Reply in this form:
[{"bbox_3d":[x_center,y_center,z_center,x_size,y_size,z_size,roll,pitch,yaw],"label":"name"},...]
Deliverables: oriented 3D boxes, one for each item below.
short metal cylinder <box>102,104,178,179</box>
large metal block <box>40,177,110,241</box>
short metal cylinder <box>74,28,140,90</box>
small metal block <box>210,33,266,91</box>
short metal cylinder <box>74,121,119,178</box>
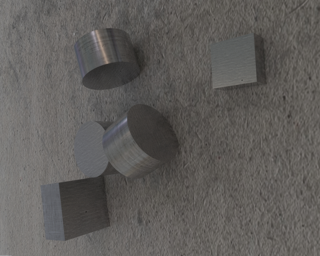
[{"bbox_3d":[-0.024,0.017,0.389,0.050,0.081,0.080,-37,67,34],"label":"short metal cylinder"},{"bbox_3d":[-0.129,0.120,0.476,0.050,0.081,0.080,-14,81,39],"label":"large metal block"},{"bbox_3d":[-0.073,-0.093,0.430,0.080,0.081,0.050,-27,73,37],"label":"short metal cylinder"},{"bbox_3d":[0.084,-0.070,0.335,0.050,0.025,0.050,-5,87,40],"label":"small metal block"},{"bbox_3d":[-0.081,0.030,0.456,0.080,0.050,0.079,0,90,40],"label":"short metal cylinder"}]
